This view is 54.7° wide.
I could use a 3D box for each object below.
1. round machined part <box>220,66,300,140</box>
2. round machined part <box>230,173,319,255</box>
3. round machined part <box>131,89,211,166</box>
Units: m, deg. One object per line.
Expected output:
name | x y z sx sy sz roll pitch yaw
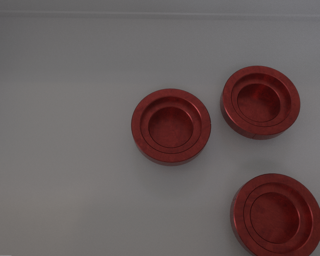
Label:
round machined part | 0.129 -0.030 0.412 0.099 0.042 0.098 0 70 0
round machined part | 0.131 0.105 0.363 0.099 0.042 0.098 0 70 0
round machined part | 0.014 0.002 0.400 0.099 0.042 0.098 0 70 0
